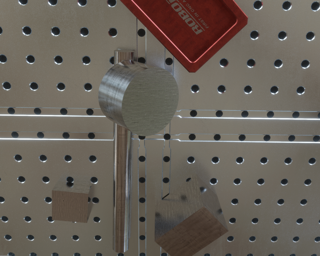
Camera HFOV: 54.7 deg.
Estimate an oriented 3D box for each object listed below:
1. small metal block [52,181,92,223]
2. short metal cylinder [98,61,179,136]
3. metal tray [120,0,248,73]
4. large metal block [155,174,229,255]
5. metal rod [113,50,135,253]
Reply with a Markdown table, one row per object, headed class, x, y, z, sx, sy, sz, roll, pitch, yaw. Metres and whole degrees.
| class | x | y | z | sx | sy | sz | roll | pitch | yaw |
| --- | --- | --- | --- | --- | --- | --- | --- | --- | --- |
| small metal block | -0.128 | 0.108 | 0.451 | 0.050 | 0.025 | 0.050 | 6 | 110 | -3 |
| short metal cylinder | -0.025 | -0.036 | 0.366 | 0.081 | 0.050 | 0.079 | -18 | 119 | -35 |
| metal tray | 0.025 | -0.141 | 0.359 | 0.090 | 0.030 | 0.130 | -43 | 105 | 14 |
| large metal block | 0.040 | 0.123 | 0.430 | 0.080 | 0.080 | 0.050 | -39 | 106 | 13 |
| metal rod | -0.052 | 0.045 | 0.429 | 0.025 | 0.025 | 0.298 | 3 | 110 | -2 |
